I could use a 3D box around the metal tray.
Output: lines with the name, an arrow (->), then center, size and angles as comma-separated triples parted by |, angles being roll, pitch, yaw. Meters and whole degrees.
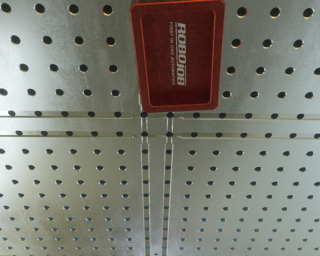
metal tray -> 0.020, -0.078, 0.341 | 0.090, 0.030, 0.129 | -3, 130, 2
